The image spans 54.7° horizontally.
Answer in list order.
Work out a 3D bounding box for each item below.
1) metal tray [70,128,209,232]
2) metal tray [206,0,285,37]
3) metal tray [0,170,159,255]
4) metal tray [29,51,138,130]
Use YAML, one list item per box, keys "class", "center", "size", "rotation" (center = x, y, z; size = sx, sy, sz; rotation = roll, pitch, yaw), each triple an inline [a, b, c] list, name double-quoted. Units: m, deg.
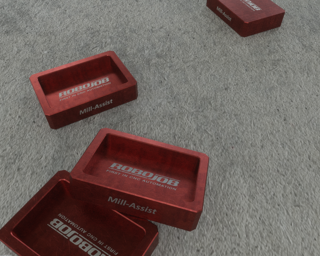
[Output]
- class: "metal tray"
  center: [-0.017, 0.050, 0.332]
  size: [0.131, 0.030, 0.090]
  rotation: [15, 34, 4]
- class: "metal tray"
  center: [0.161, -0.230, 0.594]
  size: [0.091, 0.030, 0.130]
  rotation: [-20, 53, -17]
- class: "metal tray"
  center: [-0.078, 0.109, 0.307]
  size: [0.130, 0.030, 0.090]
  rotation: [26, 55, 20]
- class: "metal tray"
  center: [-0.109, -0.059, 0.448]
  size: [0.131, 0.030, 0.090]
  rotation: [-23, 54, -18]
